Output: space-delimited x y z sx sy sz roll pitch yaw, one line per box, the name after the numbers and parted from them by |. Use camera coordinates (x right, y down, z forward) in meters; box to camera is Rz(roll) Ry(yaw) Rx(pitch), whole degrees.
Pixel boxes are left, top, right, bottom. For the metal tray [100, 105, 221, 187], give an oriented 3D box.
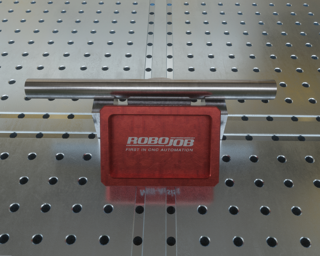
0.000 0.019 0.352 0.131 0.089 0.030 0 7 0 | metal tray

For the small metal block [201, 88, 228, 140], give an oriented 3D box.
0.069 -0.019 0.408 0.025 0.050 0.050 -1 50 0 | small metal block

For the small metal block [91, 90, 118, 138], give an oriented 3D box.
-0.070 -0.022 0.409 0.025 0.050 0.050 -1 50 0 | small metal block

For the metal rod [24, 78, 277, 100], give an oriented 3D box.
-0.011 -0.048 0.382 0.302 0.025 0.025 0 50 0 | metal rod

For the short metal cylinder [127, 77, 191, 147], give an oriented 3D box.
-0.001 -0.022 0.409 0.080 0.050 0.080 0 50 0 | short metal cylinder
